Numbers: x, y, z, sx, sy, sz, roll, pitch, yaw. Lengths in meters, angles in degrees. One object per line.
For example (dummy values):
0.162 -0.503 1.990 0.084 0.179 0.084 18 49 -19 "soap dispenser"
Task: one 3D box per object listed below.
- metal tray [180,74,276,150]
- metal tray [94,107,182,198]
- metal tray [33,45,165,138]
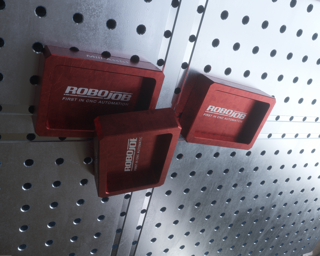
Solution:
0.097 -0.018 0.448 0.131 0.030 0.089 9 114 -32 "metal tray"
-0.032 0.034 0.377 0.091 0.030 0.129 -8 142 -18 "metal tray"
-0.068 -0.034 0.348 0.131 0.030 0.089 3 117 -30 "metal tray"
